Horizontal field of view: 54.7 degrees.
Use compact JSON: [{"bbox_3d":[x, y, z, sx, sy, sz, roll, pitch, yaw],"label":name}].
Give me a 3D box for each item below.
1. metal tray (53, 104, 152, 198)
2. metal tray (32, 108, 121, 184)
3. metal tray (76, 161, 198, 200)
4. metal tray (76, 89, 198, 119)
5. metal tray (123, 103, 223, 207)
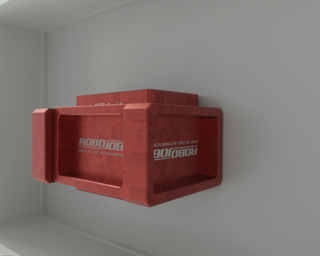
[{"bbox_3d":[-0.068,0.021,0.340,0.130,0.030,0.089,1,90,40],"label":"metal tray"},{"bbox_3d":[-0.104,0.020,0.423,0.030,0.131,0.089,1,91,40],"label":"metal tray"},{"bbox_3d":[-0.030,0.063,0.386,0.130,0.091,0.030,1,90,40],"label":"metal tray"},{"bbox_3d":[-0.030,-0.026,0.385,0.130,0.091,0.030,1,91,40],"label":"metal tray"},{"bbox_3d":[0.020,0.022,0.319,0.030,0.131,0.089,1,91,40],"label":"metal tray"}]
